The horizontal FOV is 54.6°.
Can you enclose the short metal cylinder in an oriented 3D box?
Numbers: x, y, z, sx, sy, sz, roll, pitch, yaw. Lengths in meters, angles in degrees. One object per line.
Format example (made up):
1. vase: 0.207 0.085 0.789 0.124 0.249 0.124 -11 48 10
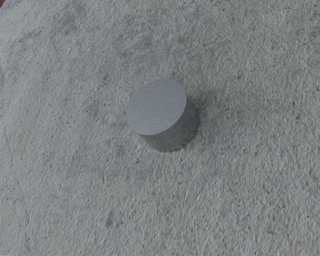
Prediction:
1. short metal cylinder: 0.005 -0.015 0.395 0.080 0.050 0.080 -13 56 21
